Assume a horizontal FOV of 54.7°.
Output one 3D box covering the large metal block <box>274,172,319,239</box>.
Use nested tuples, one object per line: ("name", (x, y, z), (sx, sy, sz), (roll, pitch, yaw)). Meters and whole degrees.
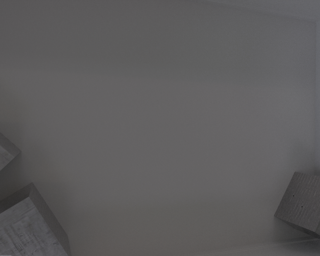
("large metal block", (0.234, 0.118, 0.467), (0.050, 0.080, 0.080), (33, 79, -17))

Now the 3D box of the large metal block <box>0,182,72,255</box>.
("large metal block", (-0.139, 0.112, 0.330), (0.050, 0.080, 0.080), (-32, 101, -17))

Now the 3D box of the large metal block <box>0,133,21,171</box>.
("large metal block", (-0.193, 0.038, 0.310), (0.080, 0.080, 0.050), (-47, 105, -14))
